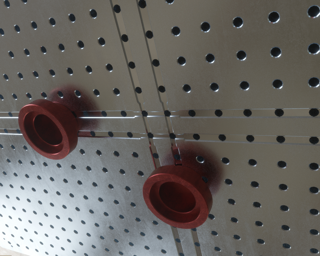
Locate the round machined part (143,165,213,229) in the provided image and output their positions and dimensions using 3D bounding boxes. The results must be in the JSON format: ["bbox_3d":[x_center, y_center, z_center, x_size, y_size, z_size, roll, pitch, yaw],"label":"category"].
[{"bbox_3d":[0.028,0.093,0.443,0.098,0.042,0.097,13,124,21],"label":"round machined part"}]

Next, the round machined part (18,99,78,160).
[{"bbox_3d":[-0.170,-0.002,0.490,0.098,0.042,0.097,13,124,21],"label":"round machined part"}]
